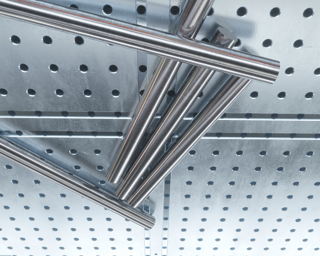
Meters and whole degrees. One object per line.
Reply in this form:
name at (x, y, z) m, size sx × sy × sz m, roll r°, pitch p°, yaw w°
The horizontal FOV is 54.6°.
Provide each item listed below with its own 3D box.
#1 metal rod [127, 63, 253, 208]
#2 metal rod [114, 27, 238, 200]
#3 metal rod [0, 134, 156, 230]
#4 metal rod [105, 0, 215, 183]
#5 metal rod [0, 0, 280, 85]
metal rod at (0.032, 0.023, 0.430) m, size 0.025 × 0.025 × 0.298 m, roll 24°, pitch 126°, yaw -19°
metal rod at (0.005, 0.002, 0.413) m, size 0.025 × 0.025 × 0.298 m, roll 21°, pitch 127°, yaw -17°
metal rod at (-0.126, 0.092, 0.488) m, size 0.301 × 0.025 × 0.025 m, roll 36°, pitch 122°, yaw -27°
metal rod at (-0.013, -0.031, 0.385) m, size 0.025 × 0.025 × 0.298 m, roll 18°, pitch 128°, yaw -15°
metal rod at (-0.031, -0.092, 0.308) m, size 0.301 × 0.025 × 0.025 m, roll 14°, pitch 129°, yaw -2°
